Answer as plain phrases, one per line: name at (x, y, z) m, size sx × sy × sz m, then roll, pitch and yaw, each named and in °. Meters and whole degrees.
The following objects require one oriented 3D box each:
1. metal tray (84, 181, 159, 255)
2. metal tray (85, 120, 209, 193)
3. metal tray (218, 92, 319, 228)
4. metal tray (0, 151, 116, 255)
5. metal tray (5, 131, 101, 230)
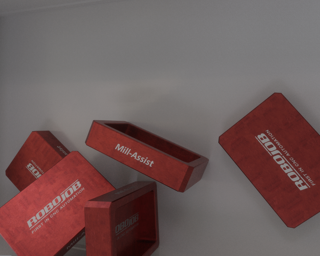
metal tray at (-0.039, 0.118, 0.368) m, size 0.030 × 0.130 × 0.089 m, roll -3°, pitch 89°, yaw 20°
metal tray at (-0.013, 0.029, 0.380) m, size 0.130 × 0.090 × 0.030 m, roll 24°, pitch 98°, yaw 18°
metal tray at (0.143, 0.035, 0.357) m, size 0.090 × 0.030 × 0.130 m, roll -41°, pitch 77°, yaw 15°
metal tray at (-0.128, 0.102, 0.392) m, size 0.090 × 0.030 × 0.131 m, roll 41°, pitch 65°, yaw 17°
metal tray at (-0.162, 0.077, 0.465) m, size 0.130 × 0.030 × 0.090 m, roll 41°, pitch 103°, yaw 15°
